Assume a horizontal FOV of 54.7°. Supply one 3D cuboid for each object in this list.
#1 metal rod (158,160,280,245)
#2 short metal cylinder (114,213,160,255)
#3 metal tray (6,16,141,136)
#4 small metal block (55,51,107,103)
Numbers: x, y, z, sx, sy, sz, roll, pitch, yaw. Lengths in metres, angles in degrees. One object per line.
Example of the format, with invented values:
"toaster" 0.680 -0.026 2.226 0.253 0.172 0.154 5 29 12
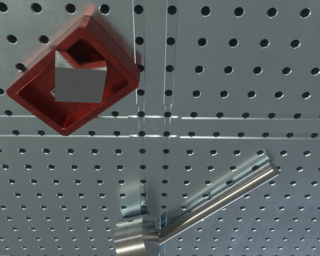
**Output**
"metal rod" 0.072 0.145 0.536 0.025 0.025 0.299 34 122 -26
"short metal cylinder" -0.039 0.195 0.542 0.050 0.080 0.080 -17 128 13
"metal tray" -0.099 -0.054 0.361 0.130 0.030 0.090 -31 124 23
"small metal block" -0.087 -0.054 0.335 0.050 0.025 0.050 1 142 -18
